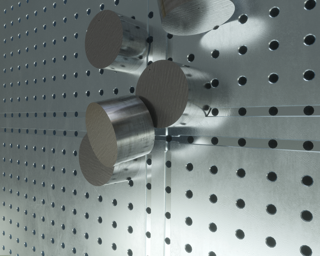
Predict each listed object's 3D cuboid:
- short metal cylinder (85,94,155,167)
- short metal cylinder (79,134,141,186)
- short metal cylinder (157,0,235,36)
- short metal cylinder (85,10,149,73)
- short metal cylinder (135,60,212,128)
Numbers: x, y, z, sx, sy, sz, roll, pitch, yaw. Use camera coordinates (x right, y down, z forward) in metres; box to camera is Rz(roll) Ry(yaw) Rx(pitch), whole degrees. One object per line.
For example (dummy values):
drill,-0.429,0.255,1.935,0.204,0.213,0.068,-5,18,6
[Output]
short metal cylinder,-0.051,0.003,0.381,0.080,0.050,0.079,28,126,47
short metal cylinder,-0.074,0.042,0.454,0.080,0.050,0.079,0,90,40
short metal cylinder,0.037,-0.144,0.343,0.080,0.081,0.050,-17,79,39
short metal cylinder,-0.063,-0.122,0.445,0.080,0.050,0.079,0,90,40
short metal cylinder,0.016,-0.040,0.380,0.080,0.050,0.079,0,90,40
